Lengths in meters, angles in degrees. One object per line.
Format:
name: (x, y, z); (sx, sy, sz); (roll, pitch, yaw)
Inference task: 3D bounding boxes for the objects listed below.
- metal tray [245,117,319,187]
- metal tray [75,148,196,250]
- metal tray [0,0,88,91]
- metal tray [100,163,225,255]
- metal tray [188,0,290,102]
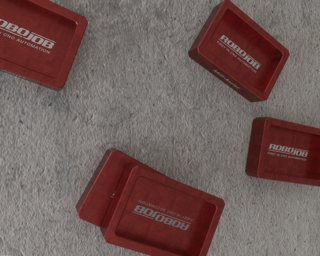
metal tray: (0.201, 0.038, 0.480); (0.131, 0.030, 0.090); (11, 86, -20)
metal tray: (-0.028, 0.094, 0.396); (0.131, 0.030, 0.090); (31, 80, -18)
metal tray: (-0.159, -0.106, 0.347); (0.131, 0.030, 0.090); (20, 83, -19)
metal tray: (0.006, 0.107, 0.375); (0.131, 0.030, 0.090); (24, 82, -19)
metal tray: (0.117, -0.108, 0.448); (0.130, 0.030, 0.090); (32, 79, -17)
